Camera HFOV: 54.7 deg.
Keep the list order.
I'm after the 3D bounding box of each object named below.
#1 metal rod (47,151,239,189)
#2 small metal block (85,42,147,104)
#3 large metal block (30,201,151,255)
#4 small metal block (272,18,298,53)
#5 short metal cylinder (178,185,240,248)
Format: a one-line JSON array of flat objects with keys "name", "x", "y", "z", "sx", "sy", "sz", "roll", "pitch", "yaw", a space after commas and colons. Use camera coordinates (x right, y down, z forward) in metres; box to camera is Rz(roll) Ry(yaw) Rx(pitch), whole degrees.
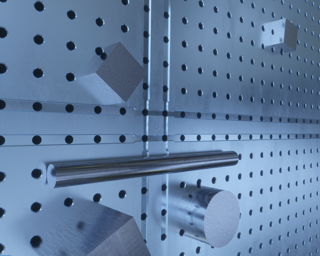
[{"name": "metal rod", "x": 0.004, "y": 0.050, "z": 0.414, "sx": 0.302, "sy": 0.025, "sz": 0.025, "roll": 0, "pitch": 90, "yaw": -40}, {"name": "small metal block", "x": -0.051, "y": -0.064, "z": 0.368, "sx": 0.050, "sy": 0.025, "sz": 0.050, "roll": 46, "pitch": 63, "yaw": -31}, {"name": "large metal block", "x": -0.071, "y": 0.126, "z": 0.316, "sx": 0.081, "sy": 0.080, "sz": 0.050, "roll": -33, "pitch": 111, "yaw": -35}, {"name": "small metal block", "x": 0.252, "y": -0.185, "z": 0.624, "sx": 0.050, "sy": 0.025, "sz": 0.050, "roll": 12, "pitch": 82, "yaw": -40}, {"name": "short metal cylinder", "x": 0.073, "y": 0.128, "z": 0.457, "sx": 0.081, "sy": 0.050, "sz": 0.079, "roll": 0, "pitch": 90, "yaw": -40}]
